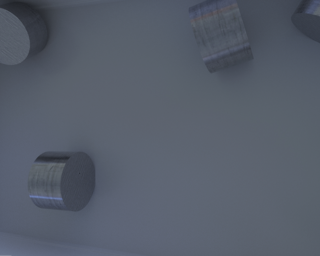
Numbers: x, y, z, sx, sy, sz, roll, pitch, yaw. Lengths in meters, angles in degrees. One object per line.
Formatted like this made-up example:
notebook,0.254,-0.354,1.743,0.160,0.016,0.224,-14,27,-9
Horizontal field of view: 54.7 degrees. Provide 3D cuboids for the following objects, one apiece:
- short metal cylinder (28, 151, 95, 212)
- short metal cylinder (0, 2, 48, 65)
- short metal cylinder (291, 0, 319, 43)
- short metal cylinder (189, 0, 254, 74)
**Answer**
short metal cylinder,-0.132,0.072,0.426,0.050,0.080,0.079,-1,90,20
short metal cylinder,-0.215,-0.139,0.454,0.080,0.050,0.079,5,120,9
short metal cylinder,0.185,-0.118,0.316,0.080,0.080,0.050,33,101,16
short metal cylinder,0.071,-0.109,0.356,0.050,0.080,0.080,-17,85,19
